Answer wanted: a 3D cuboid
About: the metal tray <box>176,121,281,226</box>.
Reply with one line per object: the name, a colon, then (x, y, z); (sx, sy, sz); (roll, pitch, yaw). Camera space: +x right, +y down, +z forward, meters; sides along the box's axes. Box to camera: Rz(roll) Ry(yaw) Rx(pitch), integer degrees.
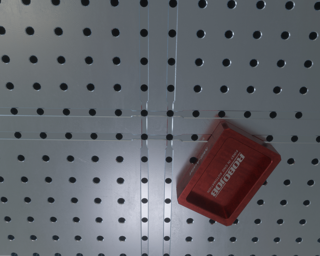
metal tray: (0.093, 0.066, 0.435); (0.090, 0.030, 0.129); (27, 108, -10)
